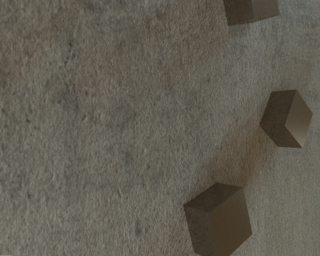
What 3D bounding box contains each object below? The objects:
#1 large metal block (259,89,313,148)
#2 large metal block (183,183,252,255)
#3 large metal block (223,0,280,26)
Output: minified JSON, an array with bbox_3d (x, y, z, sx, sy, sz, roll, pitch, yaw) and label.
[{"bbox_3d":[0.245,-0.017,0.598,0.080,0.050,0.080,40,66,-33],"label":"large metal block"},{"bbox_3d":[0.088,0.139,0.466,0.081,0.050,0.079,-23,105,-38],"label":"large metal block"},{"bbox_3d":[0.151,-0.220,0.517,0.081,0.050,0.079,-22,104,-38],"label":"large metal block"}]
